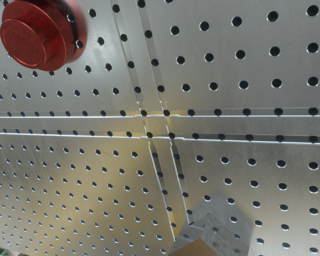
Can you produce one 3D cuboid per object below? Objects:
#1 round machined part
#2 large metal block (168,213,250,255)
[{"bbox_3d":[-0.166,-0.117,0.406,0.098,0.042,0.097,15,134,16],"label":"round machined part"},{"bbox_3d":[0.074,0.189,0.473,0.080,0.050,0.080,42,129,-1],"label":"large metal block"}]
